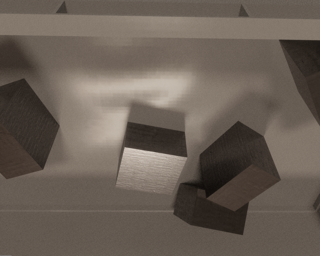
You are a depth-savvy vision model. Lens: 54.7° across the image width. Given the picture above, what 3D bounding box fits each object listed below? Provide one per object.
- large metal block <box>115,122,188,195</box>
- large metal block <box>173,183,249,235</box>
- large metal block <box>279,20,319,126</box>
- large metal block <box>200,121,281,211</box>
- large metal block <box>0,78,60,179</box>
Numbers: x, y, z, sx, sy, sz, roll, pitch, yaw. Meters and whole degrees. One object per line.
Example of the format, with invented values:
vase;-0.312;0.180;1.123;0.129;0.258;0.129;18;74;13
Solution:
large metal block;-0.014;0.044;0.430;0.081;0.050;0.079;10;129;-9
large metal block;0.075;0.121;0.470;0.081;0.050;0.080;15;171;-13
large metal block;0.175;-0.056;0.328;0.050;0.080;0.080;-25;126;19
large metal block;0.103;0.051;0.419;0.050;0.080;0.080;29;124;-23
large metal block;-0.173;0.001;0.371;0.050;0.080;0.080;-15;129;12
